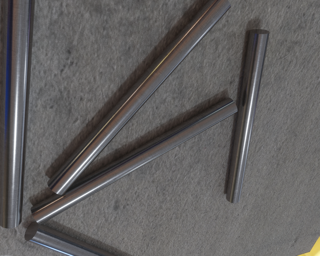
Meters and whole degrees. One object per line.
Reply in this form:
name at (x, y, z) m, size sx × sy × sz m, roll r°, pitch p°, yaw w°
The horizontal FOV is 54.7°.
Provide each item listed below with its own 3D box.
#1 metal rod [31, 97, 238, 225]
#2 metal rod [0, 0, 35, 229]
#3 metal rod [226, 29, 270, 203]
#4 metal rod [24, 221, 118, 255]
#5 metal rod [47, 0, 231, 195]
metal rod at (-0.026, 0.039, 0.417) m, size 0.302 × 0.025 × 0.025 m, roll -29°, pitch 129°, yaw -10°
metal rod at (-0.148, -0.017, 0.315) m, size 0.025 × 0.025 × 0.298 m, roll 0°, pitch 119°, yaw -29°
metal rod at (0.131, 0.001, 0.481) m, size 0.025 × 0.025 × 0.298 m, roll -14°, pitch 125°, yaw -21°
metal rod at (-0.082, 0.213, 0.494) m, size 0.025 × 0.025 × 0.300 m, roll -44°, pitch 130°, yaw 2°
metal rod at (-0.028, -0.037, 0.369) m, size 0.300 × 0.025 × 0.025 m, roll -48°, pitch 129°, yaw 5°
